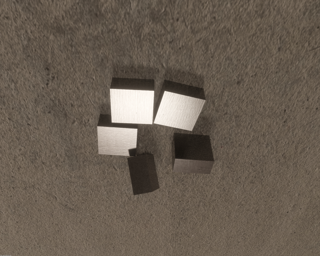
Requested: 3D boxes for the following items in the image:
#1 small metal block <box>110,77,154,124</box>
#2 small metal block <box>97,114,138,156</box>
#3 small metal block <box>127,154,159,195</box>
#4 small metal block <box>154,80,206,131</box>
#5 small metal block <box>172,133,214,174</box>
[{"bbox_3d":[-0.033,-0.033,0.379,0.050,0.025,0.050,2,130,-3],"label":"small metal block"},{"bbox_3d":[-0.056,0.010,0.415,0.050,0.025,0.050,4,130,-4],"label":"small metal block"},{"bbox_3d":[-0.022,0.064,0.431,0.025,0.050,0.050,-12,172,10],"label":"small metal block"},{"bbox_3d":[0.023,-0.027,0.384,0.050,0.025,0.050,12,129,-10],"label":"small metal block"},{"bbox_3d":[0.043,0.034,0.421,0.050,0.050,0.025,5,130,-4],"label":"small metal block"}]
